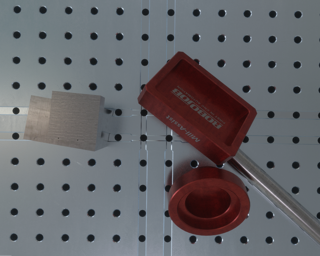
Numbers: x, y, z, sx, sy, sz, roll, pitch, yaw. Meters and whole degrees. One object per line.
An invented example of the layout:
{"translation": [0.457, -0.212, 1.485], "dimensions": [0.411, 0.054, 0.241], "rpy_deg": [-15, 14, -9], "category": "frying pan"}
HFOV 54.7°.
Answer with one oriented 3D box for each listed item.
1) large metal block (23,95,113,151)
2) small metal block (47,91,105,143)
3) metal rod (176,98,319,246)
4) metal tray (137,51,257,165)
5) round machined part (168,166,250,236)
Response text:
{"translation": [-0.108, -0.005, 0.385], "dimensions": [0.080, 0.080, 0.050], "rpy_deg": [10, 90, 0], "category": "large metal block"}
{"translation": [-0.089, -0.011, 0.333], "dimensions": [0.050, 0.025, 0.050], "rpy_deg": [6, 90, 0], "category": "small metal block"}
{"translation": [0.127, 0.063, 0.414], "dimensions": [0.300, 0.025, 0.025], "rpy_deg": [42, 90, 0], "category": "metal rod"}
{"translation": [0.049, -0.027, 0.387], "dimensions": [0.130, 0.030, 0.090], "rpy_deg": [38, 53, 0], "category": "metal tray"}
{"translation": [0.060, 0.087, 0.391], "dimensions": [0.099, 0.042, 0.097], "rpy_deg": [0, 122, 1], "category": "round machined part"}
